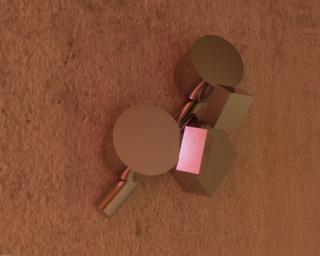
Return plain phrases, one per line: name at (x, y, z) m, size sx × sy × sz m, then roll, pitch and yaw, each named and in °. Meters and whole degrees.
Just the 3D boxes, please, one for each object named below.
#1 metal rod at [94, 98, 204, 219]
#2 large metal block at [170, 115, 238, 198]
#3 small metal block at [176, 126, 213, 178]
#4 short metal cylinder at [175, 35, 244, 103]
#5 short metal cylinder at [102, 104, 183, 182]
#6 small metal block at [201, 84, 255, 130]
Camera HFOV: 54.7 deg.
metal rod at (0.021, -0.003, 0.425) m, size 0.301 × 0.025 × 0.025 m, roll -49°, pitch 119°, yaw -29°
large metal block at (0.055, 0.037, 0.436) m, size 0.080 × 0.050 × 0.080 m, roll -49°, pitch 119°, yaw -29°
small metal block at (0.042, 0.029, 0.363) m, size 0.050 × 0.025 × 0.050 m, roll 40°, pitch 62°, yaw -69°
short metal cylinder at (0.068, -0.081, 0.430) m, size 0.081 × 0.050 × 0.080 m, roll 8°, pitch 69°, yaw -21°
short metal cylinder at (-0.021, 0.019, 0.356) m, size 0.081 × 0.050 × 0.080 m, roll 8°, pitch 69°, yaw -21°
small metal block at (0.088, -0.026, 0.401) m, size 0.050 × 0.025 × 0.050 m, roll 3°, pitch 119°, yaw -40°
